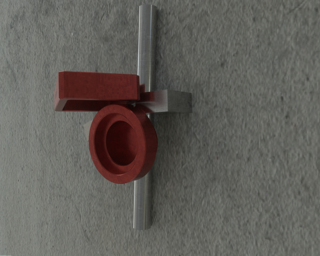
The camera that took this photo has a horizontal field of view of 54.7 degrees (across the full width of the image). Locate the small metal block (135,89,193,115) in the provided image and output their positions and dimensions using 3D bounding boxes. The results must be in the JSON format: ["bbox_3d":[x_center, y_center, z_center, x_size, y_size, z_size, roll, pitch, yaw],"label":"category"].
[{"bbox_3d":[0.005,-0.031,0.384,0.050,0.050,0.025,-2,89,39],"label":"small metal block"}]

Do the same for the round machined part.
[{"bbox_3d":[-0.042,0.018,0.392,0.098,0.042,0.097,3,95,37],"label":"round machined part"}]

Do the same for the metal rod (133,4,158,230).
[{"bbox_3d":[-0.020,-0.013,0.421,0.025,0.025,0.298,3,92,39],"label":"metal rod"}]

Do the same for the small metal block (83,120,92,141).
[{"bbox_3d":[-0.073,-0.001,0.448,0.050,0.050,0.025,-24,75,37],"label":"small metal block"}]

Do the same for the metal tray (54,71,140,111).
[{"bbox_3d":[-0.087,-0.043,0.404,0.130,0.091,0.030,170,98,-69],"label":"metal tray"}]
